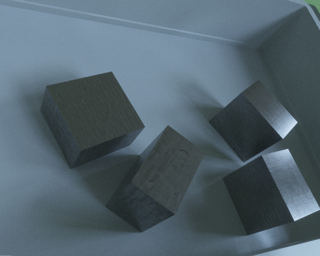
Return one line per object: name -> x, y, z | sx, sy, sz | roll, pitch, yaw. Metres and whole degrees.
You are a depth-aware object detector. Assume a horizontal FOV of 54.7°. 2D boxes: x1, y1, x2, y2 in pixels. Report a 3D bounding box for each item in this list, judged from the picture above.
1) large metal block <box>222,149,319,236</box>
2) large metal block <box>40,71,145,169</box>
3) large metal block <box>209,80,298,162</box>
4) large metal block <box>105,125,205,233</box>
large metal block -> 0.138, 0.083, 0.396 | 0.050, 0.080, 0.080 | -8, 66, -32
large metal block -> -0.078, -0.011, 0.355 | 0.081, 0.050, 0.080 | -21, 74, -36
large metal block -> 0.132, -0.009, 0.449 | 0.050, 0.080, 0.080 | -34, 81, -38
large metal block -> -0.006, 0.056, 0.334 | 0.050, 0.080, 0.080 | 37, 51, -4
